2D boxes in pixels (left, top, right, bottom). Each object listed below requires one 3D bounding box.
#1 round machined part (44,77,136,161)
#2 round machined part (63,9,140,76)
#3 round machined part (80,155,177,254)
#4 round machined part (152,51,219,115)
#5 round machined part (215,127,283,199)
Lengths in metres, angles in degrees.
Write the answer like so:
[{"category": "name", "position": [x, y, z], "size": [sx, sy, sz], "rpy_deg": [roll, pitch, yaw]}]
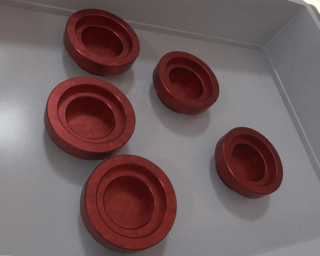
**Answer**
[{"category": "round machined part", "position": [-0.082, -0.007, 0.356], "size": [0.099, 0.042, 0.098], "rpy_deg": [14, 56, -21]}, {"category": "round machined part", "position": [-0.081, -0.110, 0.419], "size": [0.099, 0.042, 0.098], "rpy_deg": [14, 56, -21]}, {"category": "round machined part", "position": [-0.035, 0.081, 0.328], "size": [0.099, 0.042, 0.098], "rpy_deg": [14, 56, -21]}, {"category": "round machined part", "position": [0.034, -0.061, 0.452], "size": [0.099, 0.042, 0.098], "rpy_deg": [14, 56, -21]}, {"category": "round machined part", "position": [0.117, 0.051, 0.429], "size": [0.099, 0.042, 0.098], "rpy_deg": [14, 56, -21]}]
